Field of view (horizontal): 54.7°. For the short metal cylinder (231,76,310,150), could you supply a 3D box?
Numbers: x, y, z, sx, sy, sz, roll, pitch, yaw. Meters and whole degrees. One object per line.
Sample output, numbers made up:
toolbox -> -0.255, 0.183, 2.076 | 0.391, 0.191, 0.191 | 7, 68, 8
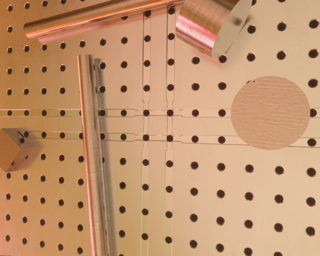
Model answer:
short metal cylinder -> 0.125, -0.016, 0.355 | 0.080, 0.050, 0.080 | 0, 90, 20

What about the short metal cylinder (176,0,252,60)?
short metal cylinder -> 0.063, -0.128, 0.361 | 0.050, 0.080, 0.080 | 35, 101, 16

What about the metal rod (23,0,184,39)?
metal rod -> -0.063, -0.167, 0.434 | 0.301, 0.025, 0.025 | -6, 88, 19

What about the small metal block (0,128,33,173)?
small metal block -> -0.242, 0.035, 0.498 | 0.050, 0.025, 0.050 | 40, 103, 15

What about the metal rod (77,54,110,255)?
metal rod -> -0.096, 0.045, 0.446 | 0.025, 0.025, 0.298 | -5, 88, 20
